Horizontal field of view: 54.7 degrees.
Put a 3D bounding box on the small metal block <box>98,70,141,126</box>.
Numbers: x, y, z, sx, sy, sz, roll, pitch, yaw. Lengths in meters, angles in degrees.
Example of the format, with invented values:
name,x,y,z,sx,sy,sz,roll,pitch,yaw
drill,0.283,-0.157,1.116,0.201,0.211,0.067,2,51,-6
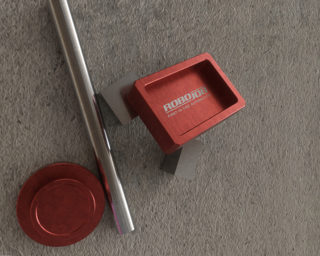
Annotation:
name,x,y,z,sx,sy,sz,roll,pitch,yaw
small metal block,-0.043,-0.037,0.394,0.050,0.025,0.050,-37,102,-16

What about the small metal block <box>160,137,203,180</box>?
name,x,y,z,sx,sy,sz,roll,pitch,yaw
small metal block,0.027,0.037,0.407,0.025,0.050,0.050,20,84,-19

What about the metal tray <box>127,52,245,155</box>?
name,x,y,z,sx,sy,sz,roll,pitch,yaw
metal tray,0.036,-0.035,0.388,0.131,0.030,0.090,-29,80,-33

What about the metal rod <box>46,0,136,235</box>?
name,x,y,z,sx,sy,sz,roll,pitch,yaw
metal rod,-0.083,-0.014,0.378,0.025,0.025,0.298,-18,96,-20

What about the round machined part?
name,x,y,z,sx,sy,sz,roll,pitch,yaw
round machined part,-0.113,0.089,0.359,0.099,0.042,0.097,0,90,-21
